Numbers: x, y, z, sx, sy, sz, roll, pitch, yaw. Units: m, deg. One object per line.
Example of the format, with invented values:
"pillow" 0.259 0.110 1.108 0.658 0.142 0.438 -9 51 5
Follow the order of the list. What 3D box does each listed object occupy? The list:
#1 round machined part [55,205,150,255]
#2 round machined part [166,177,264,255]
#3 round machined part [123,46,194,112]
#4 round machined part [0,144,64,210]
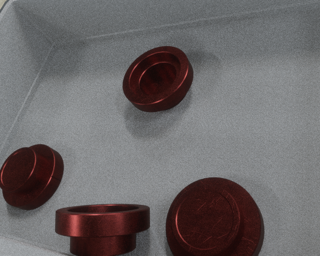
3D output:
"round machined part" -0.060 0.107 0.330 0.098 0.098 0.042 -5 81 26
"round machined part" 0.050 0.095 0.310 0.098 0.042 0.098 -13 56 21
"round machined part" 0.001 -0.063 0.433 0.098 0.042 0.098 -13 56 21
"round machined part" -0.195 0.067 0.457 0.098 0.042 0.098 -13 56 21
